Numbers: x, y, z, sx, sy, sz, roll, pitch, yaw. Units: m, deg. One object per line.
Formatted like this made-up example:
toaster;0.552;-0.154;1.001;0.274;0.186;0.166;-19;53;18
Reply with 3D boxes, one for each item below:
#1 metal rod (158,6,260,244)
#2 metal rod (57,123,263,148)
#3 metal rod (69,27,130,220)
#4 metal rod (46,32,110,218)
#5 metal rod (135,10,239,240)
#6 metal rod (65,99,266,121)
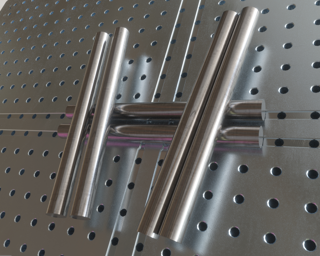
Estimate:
metal rod;0.064;-0.020;0.357;0.025;0.025;0.300;10;66;32
metal rod;-0.020;0.007;0.416;0.300;0.025;0.025;1;62;28
metal rod;-0.078;-0.025;0.435;0.025;0.025;0.300;-7;58;24
metal rod;-0.112;-0.023;0.451;0.025;0.025;0.300;-8;58;24
metal rod;0.041;-0.020;0.369;0.025;0.025;0.300;10;66;32
metal rod;-0.012;-0.024;0.431;0.300;0.025;0.025;1;62;28
